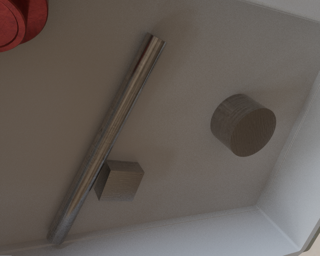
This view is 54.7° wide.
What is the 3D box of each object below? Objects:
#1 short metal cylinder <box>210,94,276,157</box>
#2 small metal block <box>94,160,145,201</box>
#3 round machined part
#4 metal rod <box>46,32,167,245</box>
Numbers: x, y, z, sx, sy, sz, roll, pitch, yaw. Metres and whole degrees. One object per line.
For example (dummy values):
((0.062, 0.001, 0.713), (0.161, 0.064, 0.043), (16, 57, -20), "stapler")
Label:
((0.123, -0.004, 0.460), (0.081, 0.050, 0.079), (-14, 125, -21), "short metal cylinder")
((-0.056, 0.073, 0.425), (0.050, 0.025, 0.050), (9, 114, -33), "small metal block")
((-0.137, -0.095, 0.235), (0.099, 0.042, 0.098), (-7, 152, -4), "round machined part")
((-0.073, 0.025, 0.385), (0.025, 0.025, 0.298), (18, 109, -36), "metal rod")
